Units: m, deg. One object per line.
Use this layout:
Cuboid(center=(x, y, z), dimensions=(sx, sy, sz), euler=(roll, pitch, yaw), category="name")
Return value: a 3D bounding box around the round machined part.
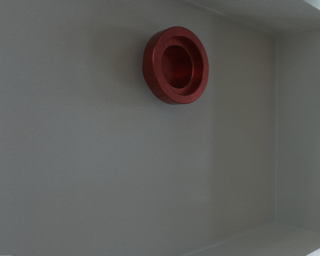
Cuboid(center=(0.016, -0.079, 0.408), dimensions=(0.099, 0.042, 0.097), euler=(0, 90, -40), category="round machined part")
